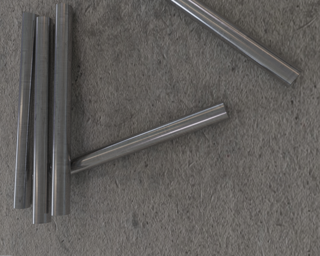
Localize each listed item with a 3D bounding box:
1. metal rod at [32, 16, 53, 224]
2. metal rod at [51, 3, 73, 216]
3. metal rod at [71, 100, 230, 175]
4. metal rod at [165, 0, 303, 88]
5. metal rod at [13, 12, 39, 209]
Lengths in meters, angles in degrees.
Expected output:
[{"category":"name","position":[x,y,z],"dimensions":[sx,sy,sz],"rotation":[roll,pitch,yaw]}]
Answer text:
[{"category":"metal rod","position":[-0.170,-0.016,0.451],"dimensions":[0.025,0.025,0.298],"rotation":[-5,82,20]},{"category":"metal rod","position":[-0.139,-0.031,0.440],"dimensions":[0.025,0.025,0.298],"rotation":[-4,82,20]},{"category":"metal rod","position":[-0.052,0.028,0.427],"dimensions":[0.300,0.025,0.025],"rotation":[-20,83,18]},{"category":"metal rod","position":[0.045,-0.150,0.392],"dimensions":[0.300,0.025,0.025],"rotation":[41,103,15]},{"category":"metal rod","position":[-0.208,-0.026,0.482],"dimensions":[0.025,0.025,0.298],"rotation":[4,91,20]}]
